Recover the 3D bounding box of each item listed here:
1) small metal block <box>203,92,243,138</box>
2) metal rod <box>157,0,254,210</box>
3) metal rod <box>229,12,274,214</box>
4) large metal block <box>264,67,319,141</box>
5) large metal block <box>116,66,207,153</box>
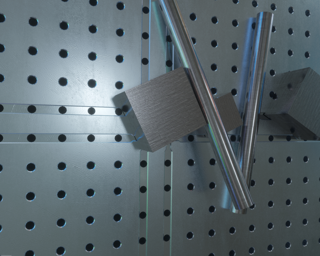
[{"bbox_3d":[0.084,-0.018,0.443,0.050,0.025,0.050,-25,99,-18],"label":"small metal block"},{"bbox_3d":[0.058,-0.039,0.408,0.025,0.025,0.299,-19,87,-19],"label":"metal rod"},{"bbox_3d":[0.137,-0.024,0.462,0.025,0.025,0.298,10,87,-20],"label":"metal rod"},{"bbox_3d":[0.224,-0.035,0.482,0.080,0.050,0.080,32,80,-17],"label":"large metal block"},{"bbox_3d":[0.001,-0.024,0.400,0.081,0.050,0.080,-27,99,-18],"label":"large metal block"}]
